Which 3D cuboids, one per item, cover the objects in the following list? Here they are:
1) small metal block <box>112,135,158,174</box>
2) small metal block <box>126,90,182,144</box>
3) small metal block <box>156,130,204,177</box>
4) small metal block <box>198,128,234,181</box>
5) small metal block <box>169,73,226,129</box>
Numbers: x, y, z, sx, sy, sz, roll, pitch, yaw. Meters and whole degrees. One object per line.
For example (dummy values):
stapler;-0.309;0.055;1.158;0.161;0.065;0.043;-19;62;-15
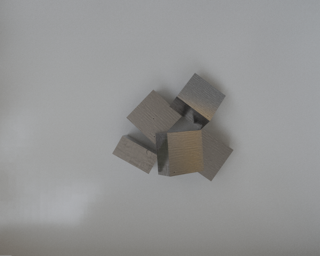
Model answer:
small metal block;-0.029;0.032;0.396;0.050;0.050;0.025;29;90;-1
small metal block;-0.008;-0.014;0.409;0.050;0.025;0.050;44;90;-1
small metal block;0.024;0.029;0.374;0.050;0.025;0.050;-4;90;-33
small metal block;0.060;0.034;0.410;0.050;0.025;0.050;35;90;-1
small metal block;0.049;-0.035;0.399;0.050;0.025;0.050;37;57;-1
